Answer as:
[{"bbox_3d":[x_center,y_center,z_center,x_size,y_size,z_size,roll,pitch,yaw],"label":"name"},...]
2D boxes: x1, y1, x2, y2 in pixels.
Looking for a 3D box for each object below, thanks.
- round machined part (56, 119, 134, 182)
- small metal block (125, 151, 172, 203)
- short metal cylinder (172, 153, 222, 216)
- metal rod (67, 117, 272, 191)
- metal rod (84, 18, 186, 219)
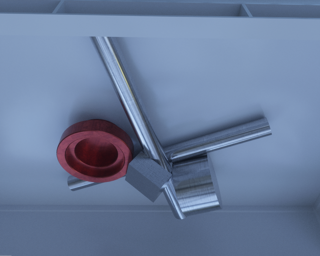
[{"bbox_3d":[-0.084,0.026,0.418,0.099,0.042,0.097,-1,130,0],"label":"round machined part"},{"bbox_3d":[-0.017,0.065,0.409,0.050,0.025,0.050,36,147,12],"label":"small metal block"},{"bbox_3d":[0.054,0.080,0.440,0.050,0.080,0.080,-15,129,12],"label":"short metal cylinder"},{"bbox_3d":[0.004,0.041,0.443,0.301,0.025,0.025,-18,128,14],"label":"metal rod"},{"bbox_3d":[-0.016,0.011,0.393,0.025,0.025,0.299,-15,122,12],"label":"metal rod"}]
